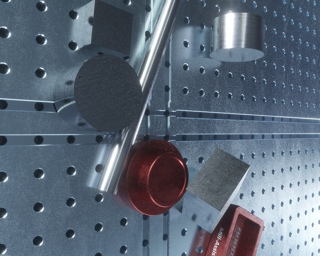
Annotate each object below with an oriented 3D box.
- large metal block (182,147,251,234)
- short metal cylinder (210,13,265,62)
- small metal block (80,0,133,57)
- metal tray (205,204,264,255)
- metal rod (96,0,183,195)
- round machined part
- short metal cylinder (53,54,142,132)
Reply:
[{"bbox_3d":[0.076,0.088,0.432,0.080,0.050,0.080,-47,156,-30],"label":"large metal block"},{"bbox_3d":[0.117,-0.135,0.471,0.081,0.080,0.050,4,88,-40],"label":"short metal cylinder"},{"bbox_3d":[-0.061,-0.112,0.358,0.050,0.025,0.050,8,85,-40],"label":"small metal block"},{"bbox_3d":[0.120,0.199,0.506,0.090,0.030,0.130,35,68,-34],"label":"metal tray"},{"bbox_3d":[-0.017,-0.065,0.394,0.025,0.025,0.299,29,72,-37],"label":"metal rod"},{"bbox_3d":[-0.002,0.064,0.397,0.099,0.042,0.097,0,90,-40],"label":"round machined part"},{"bbox_3d":[-0.067,-0.036,0.337,0.081,0.050,0.079,0,90,-40],"label":"short metal cylinder"}]
